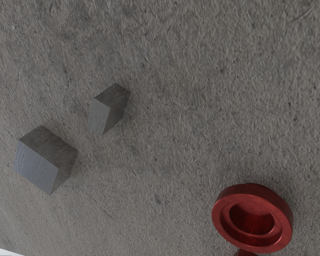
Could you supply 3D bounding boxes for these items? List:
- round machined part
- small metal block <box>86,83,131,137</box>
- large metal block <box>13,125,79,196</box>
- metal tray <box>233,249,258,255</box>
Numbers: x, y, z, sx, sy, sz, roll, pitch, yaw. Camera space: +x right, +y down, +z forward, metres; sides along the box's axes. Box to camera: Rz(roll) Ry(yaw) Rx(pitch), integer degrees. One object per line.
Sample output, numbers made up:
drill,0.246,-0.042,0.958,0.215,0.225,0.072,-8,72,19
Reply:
round machined part,0.120,0.111,0.401,0.098,0.042,0.097,13,124,21
small metal block,-0.068,-0.025,0.411,0.025,0.050,0.050,31,128,8
large metal block,-0.195,0.055,0.528,0.080,0.050,0.079,35,129,5
metal tray,0.138,0.254,0.487,0.090,0.030,0.129,29,128,10
